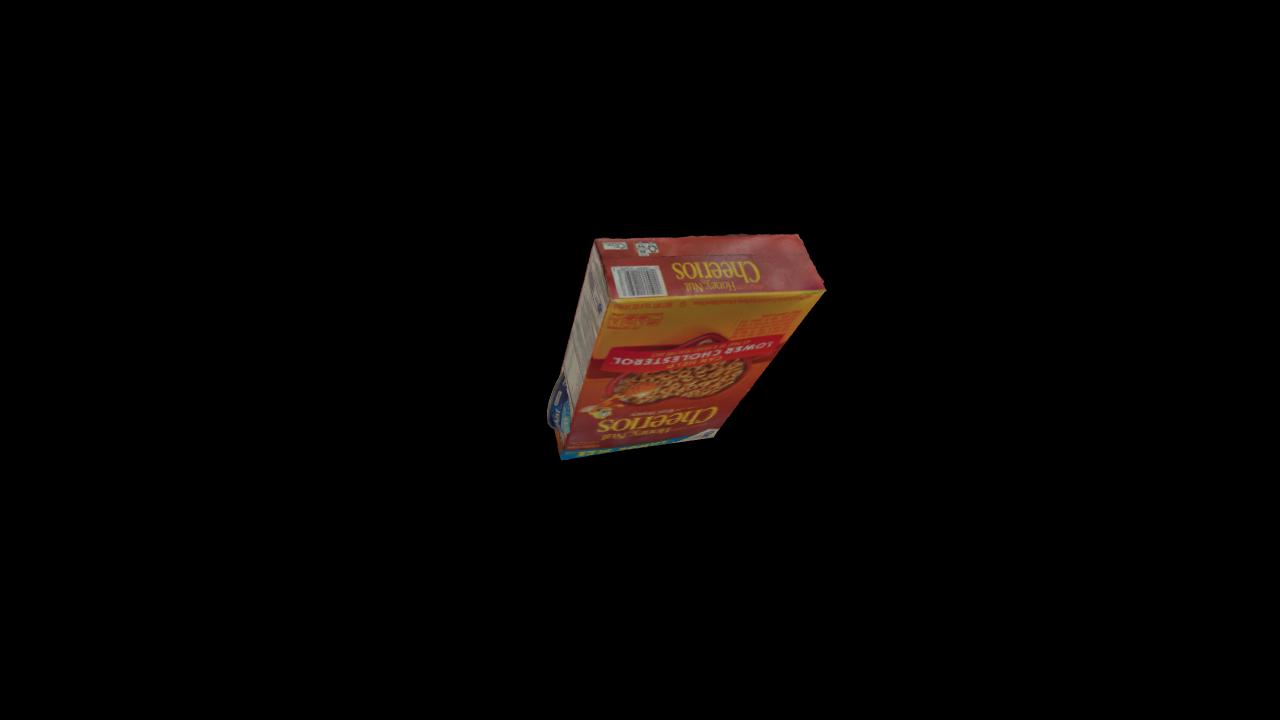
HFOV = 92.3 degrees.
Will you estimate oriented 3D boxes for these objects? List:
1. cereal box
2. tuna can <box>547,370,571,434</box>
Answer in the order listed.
[{"bbox_3d":[0.028,0.001,0.641,0.203,0.081,0.306,-5,-32,-20],"label":"cereal box"},{"bbox_3d":[-0.066,0.043,0.679,0.034,0.084,0.084,22,7,17],"label":"tuna can"}]
